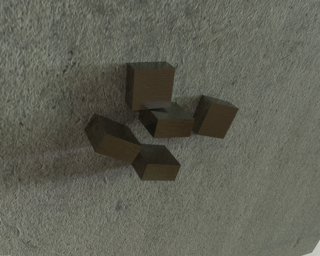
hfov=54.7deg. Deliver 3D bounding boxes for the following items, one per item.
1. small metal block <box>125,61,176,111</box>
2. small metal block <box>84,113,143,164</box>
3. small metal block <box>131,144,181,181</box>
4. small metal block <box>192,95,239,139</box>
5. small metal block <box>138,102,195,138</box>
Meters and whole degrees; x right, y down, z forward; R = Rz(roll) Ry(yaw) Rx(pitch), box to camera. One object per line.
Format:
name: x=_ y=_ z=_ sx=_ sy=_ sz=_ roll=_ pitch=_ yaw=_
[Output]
small metal block: x=-0.013 y=-0.051 z=0.369 sx=0.050 sy=0.025 sz=0.050 roll=-8 pitch=122 yaw=-25
small metal block: x=-0.056 y=0.012 z=0.367 sx=0.050 sy=0.050 sz=0.025 roll=23 pitch=106 yaw=-37
small metal block: x=-0.008 y=0.045 z=0.414 sx=0.050 sy=0.050 sz=0.025 roll=6 pitch=115 yaw=-31
small metal block: x=0.076 y=-0.015 z=0.439 sx=0.050 sy=0.025 sz=0.050 roll=10 pitch=114 yaw=-33
small metal block: x=0.007 y=-0.011 z=0.387 sx=0.050 sy=0.050 sz=0.025 roll=-1 pitch=119 yaw=-28
